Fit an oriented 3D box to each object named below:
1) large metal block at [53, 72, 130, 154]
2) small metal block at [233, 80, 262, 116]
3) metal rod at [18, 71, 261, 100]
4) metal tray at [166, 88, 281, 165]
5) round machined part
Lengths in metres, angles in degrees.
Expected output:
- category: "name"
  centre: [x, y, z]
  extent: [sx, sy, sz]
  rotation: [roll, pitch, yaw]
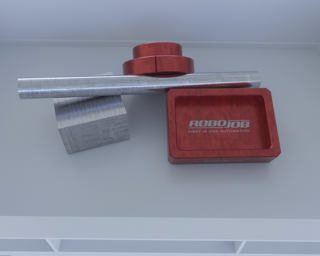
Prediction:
- category: "large metal block"
  centre: [-0.090, -0.022, 0.403]
  extent: [0.081, 0.050, 0.080]
  rotation: [-14, 52, -12]
- category: "small metal block"
  centre: [0.118, -0.045, 0.442]
  extent: [0.050, 0.025, 0.050]
  rotation: [-9, 51, -8]
- category: "metal rod"
  centre: [-0.014, -0.056, 0.391]
  extent: [0.302, 0.025, 0.025]
  rotation: [-4, 50, -13]
- category: "metal tray"
  centre: [0.074, -0.003, 0.385]
  extent: [0.131, 0.030, 0.090]
  rotation: [-1, 69, -2]
- category: "round machined part"
  centre: [-0.003, -0.090, 0.429]
  extent: [0.099, 0.098, 0.042]
  rotation: [-3, 91, -3]
